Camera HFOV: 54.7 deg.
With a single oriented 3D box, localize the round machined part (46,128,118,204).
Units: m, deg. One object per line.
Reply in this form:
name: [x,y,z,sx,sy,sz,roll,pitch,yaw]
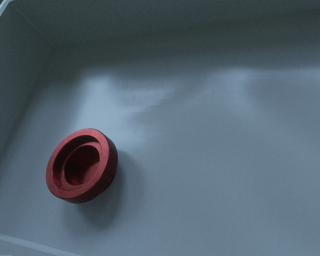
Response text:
round machined part: [-0.098,0.053,0.412,0.098,0.042,0.098,-13,56,20]
